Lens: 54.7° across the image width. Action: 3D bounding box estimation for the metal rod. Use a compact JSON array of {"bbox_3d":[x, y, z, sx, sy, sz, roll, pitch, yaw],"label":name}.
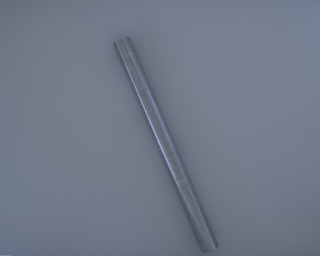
[{"bbox_3d":[0.008,0.022,0.411,0.025,0.025,0.299,-23,90,0],"label":"metal rod"}]
